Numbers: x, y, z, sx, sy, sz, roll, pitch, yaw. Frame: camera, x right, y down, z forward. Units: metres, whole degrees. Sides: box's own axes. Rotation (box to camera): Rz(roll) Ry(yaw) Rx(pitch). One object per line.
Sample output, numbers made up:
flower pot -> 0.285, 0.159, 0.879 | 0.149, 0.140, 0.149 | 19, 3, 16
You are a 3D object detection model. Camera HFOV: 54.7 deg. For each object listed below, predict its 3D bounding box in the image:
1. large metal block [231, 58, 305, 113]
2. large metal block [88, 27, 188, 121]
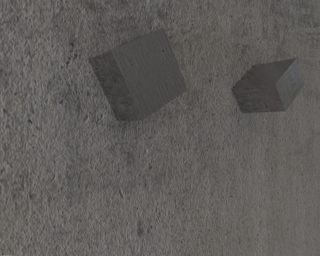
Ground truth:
large metal block -> 0.182, -0.070, 0.521 | 0.080, 0.080, 0.050 | -44, 117, -31
large metal block -> -0.024, -0.063, 0.368 | 0.080, 0.050, 0.080 | -36, 112, -34
